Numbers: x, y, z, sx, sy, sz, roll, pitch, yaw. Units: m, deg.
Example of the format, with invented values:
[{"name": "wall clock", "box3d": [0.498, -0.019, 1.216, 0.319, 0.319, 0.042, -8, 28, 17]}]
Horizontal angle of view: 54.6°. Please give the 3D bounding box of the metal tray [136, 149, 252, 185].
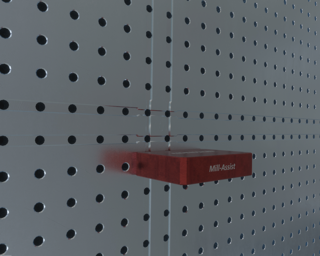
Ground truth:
[{"name": "metal tray", "box3d": [0.046, 0.047, 0.404, 0.131, 0.090, 0.030, 1, 90, -40]}]
